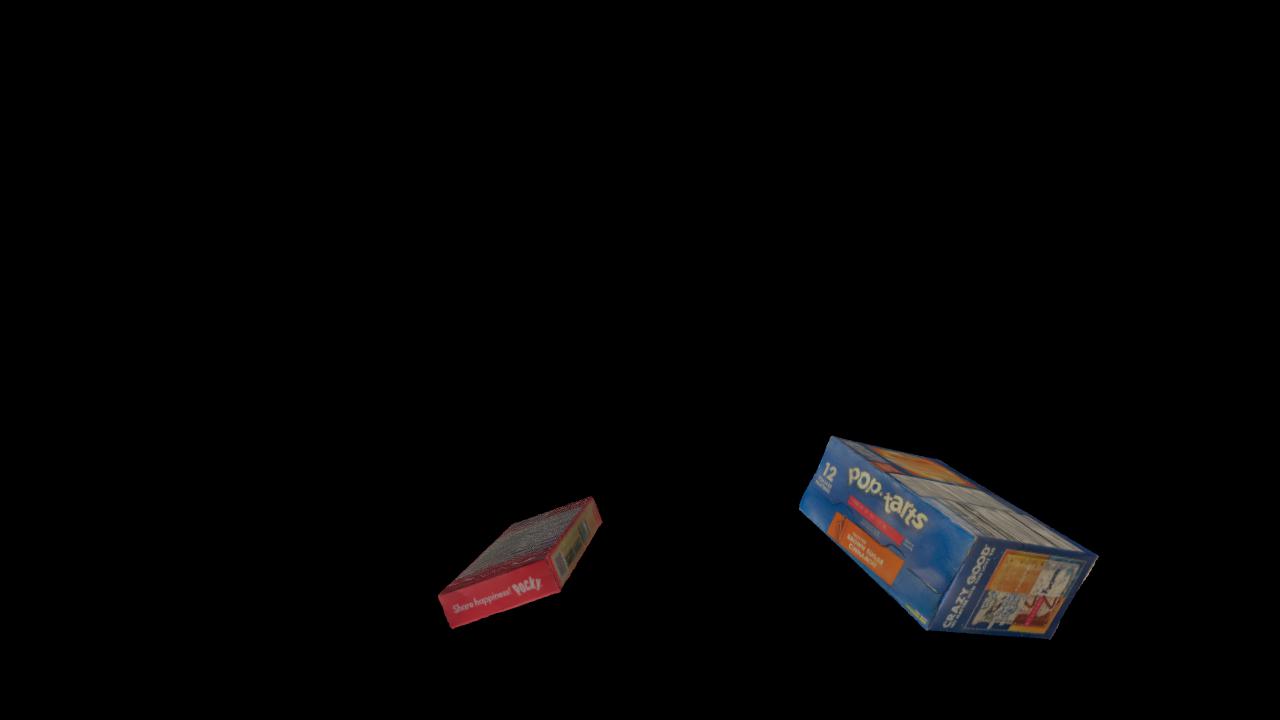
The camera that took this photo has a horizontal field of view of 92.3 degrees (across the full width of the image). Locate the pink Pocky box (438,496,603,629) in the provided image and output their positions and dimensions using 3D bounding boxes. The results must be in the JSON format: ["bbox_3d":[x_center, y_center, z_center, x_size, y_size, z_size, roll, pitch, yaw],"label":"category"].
[{"bbox_3d":[-0.085,0.151,0.482,0.084,0.029,0.155,-21,0,7],"label":"pink Pocky box"}]

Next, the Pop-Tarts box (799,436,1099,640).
[{"bbox_3d":[0.248,0.145,0.521,0.141,0.083,0.167,14,12,-23],"label":"Pop-Tarts box"}]
